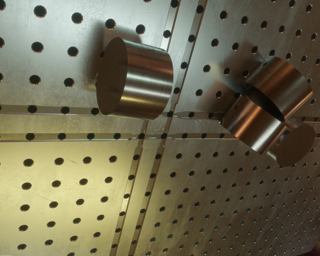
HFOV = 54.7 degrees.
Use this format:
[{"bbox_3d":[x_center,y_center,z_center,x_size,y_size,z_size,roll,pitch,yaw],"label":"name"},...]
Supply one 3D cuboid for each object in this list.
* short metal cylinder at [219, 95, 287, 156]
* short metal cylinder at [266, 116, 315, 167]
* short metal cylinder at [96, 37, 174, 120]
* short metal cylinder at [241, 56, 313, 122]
[{"bbox_3d":[0.132,-0.004,0.445,0.080,0.080,0.050,28,103,-38],"label":"short metal cylinder"},{"bbox_3d":[0.210,0.018,0.521,0.081,0.050,0.079,-14,124,-21],"label":"short metal cylinder"},{"bbox_3d":[-0.029,-0.050,0.329,0.050,0.080,0.079,6,115,-31],"label":"short metal cylinder"},{"bbox_3d":[0.160,-0.053,0.430,0.050,0.080,0.080,-44,129,2],"label":"short metal cylinder"}]
